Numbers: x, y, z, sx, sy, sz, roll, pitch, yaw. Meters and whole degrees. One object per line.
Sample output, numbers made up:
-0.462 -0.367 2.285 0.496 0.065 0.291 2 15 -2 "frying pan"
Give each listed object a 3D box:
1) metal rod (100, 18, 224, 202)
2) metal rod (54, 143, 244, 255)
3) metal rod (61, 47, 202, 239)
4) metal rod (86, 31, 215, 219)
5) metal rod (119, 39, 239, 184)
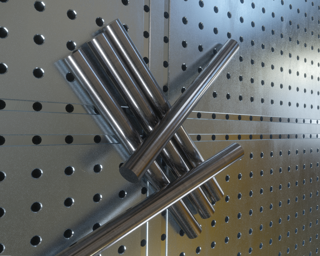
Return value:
0.015 -0.007 0.423 0.025 0.025 0.299 -48 119 -29 "metal rod"
-0.006 0.093 0.379 0.302 0.025 0.025 -27 108 -28 "metal rod"
-0.022 0.036 0.392 0.025 0.025 0.299 -47 118 -30 "metal rod"
0.000 0.013 0.411 0.025 0.025 0.299 -47 118 -30 "metal rod"
0.043 -0.042 0.421 0.301 0.025 0.025 -51 121 -37 "metal rod"
